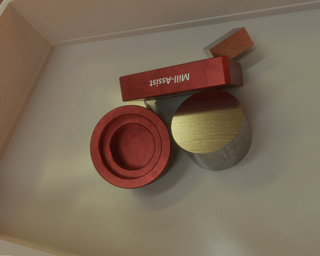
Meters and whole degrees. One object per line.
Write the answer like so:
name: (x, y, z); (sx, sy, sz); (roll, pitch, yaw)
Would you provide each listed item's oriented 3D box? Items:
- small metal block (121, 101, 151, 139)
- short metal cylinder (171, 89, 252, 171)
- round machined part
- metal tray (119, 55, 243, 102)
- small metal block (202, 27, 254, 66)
small metal block: (-0.035, -0.010, 0.429); (0.050, 0.025, 0.050); (-33, 52, 6)
short metal cylinder: (0.060, 0.003, 0.356); (0.080, 0.050, 0.080); (-13, 56, 20)
round machined part: (-0.031, 0.023, 0.379); (0.098, 0.042, 0.097); (-1, 83, 12)
metal tray: (0.028, -0.057, 0.382); (0.130, 0.090, 0.030); (-7, 93, 24)
small metal block: (0.088, -0.107, 0.408); (0.050, 0.025, 0.050); (-33, 14, 6)
